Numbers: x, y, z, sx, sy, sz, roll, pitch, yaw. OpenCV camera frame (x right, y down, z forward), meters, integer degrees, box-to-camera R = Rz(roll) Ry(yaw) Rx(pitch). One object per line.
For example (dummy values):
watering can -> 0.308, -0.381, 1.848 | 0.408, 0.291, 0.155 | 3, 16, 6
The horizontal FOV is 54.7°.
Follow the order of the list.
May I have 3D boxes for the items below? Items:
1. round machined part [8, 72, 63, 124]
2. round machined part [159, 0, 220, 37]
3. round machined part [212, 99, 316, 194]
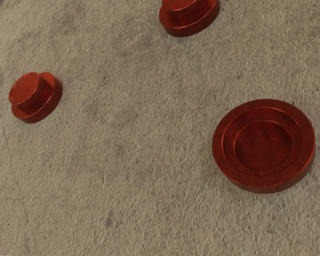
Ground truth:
round machined part -> -0.226, -0.060, 0.549 | 0.098, 0.042, 0.098 | -13, 56, 21
round machined part -> 0.042, -0.196, 0.491 | 0.098, 0.042, 0.098 | -13, 56, 21
round machined part -> 0.108, 0.021, 0.323 | 0.098, 0.042, 0.098 | -13, 56, 21
